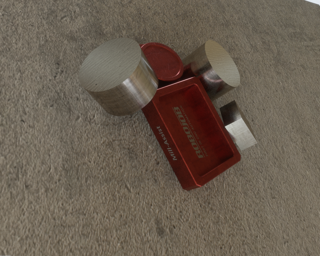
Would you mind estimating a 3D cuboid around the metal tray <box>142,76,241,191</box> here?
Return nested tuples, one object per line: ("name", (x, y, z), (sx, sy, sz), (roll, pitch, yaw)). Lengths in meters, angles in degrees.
("metal tray", (0.041, 0.004, 0.407), (0.091, 0.030, 0.130), (-24, 84, -37))

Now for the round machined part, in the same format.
("round machined part", (-0.006, -0.083, 0.443), (0.099, 0.042, 0.098), (14, 56, -21))

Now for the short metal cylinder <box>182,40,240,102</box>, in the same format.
("short metal cylinder", (0.076, -0.084, 0.468), (0.080, 0.050, 0.080), (27, 47, -33))

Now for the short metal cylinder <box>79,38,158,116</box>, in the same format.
("short metal cylinder", (-0.049, -0.061, 0.373), (0.050, 0.080, 0.080), (54, 32, -51))

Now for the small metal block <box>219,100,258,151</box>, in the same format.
("small metal block", (0.112, -0.004, 0.445), (0.050, 0.025, 0.050), (51, 21, -27))
